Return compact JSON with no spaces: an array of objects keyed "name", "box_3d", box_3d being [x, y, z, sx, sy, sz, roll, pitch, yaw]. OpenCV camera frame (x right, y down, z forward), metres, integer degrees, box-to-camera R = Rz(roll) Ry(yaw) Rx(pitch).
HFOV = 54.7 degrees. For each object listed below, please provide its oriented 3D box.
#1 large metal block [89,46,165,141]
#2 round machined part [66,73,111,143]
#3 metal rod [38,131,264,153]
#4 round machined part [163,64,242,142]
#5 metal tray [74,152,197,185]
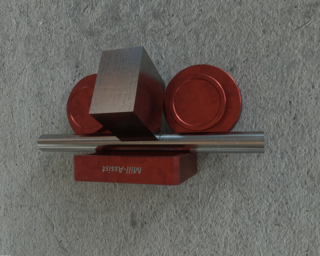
[{"name":"large metal block","box_3d":[-0.033,-0.036,0.363,0.050,0.080,0.080,-2,66,19]},{"name":"round machined part","box_3d":[-0.088,-0.027,0.429,0.098,0.042,0.097,0,90,19]},{"name":"metal rod","box_3d":[-0.025,0.019,0.396,0.301,0.025,0.025,-1,90,19]},{"name":"round machined part","box_3d":[0.050,-0.030,0.382,0.098,0.042,0.097,0,90,19]},{"name":"metal tray","box_3d":[-0.027,0.046,0.384,0.130,0.090,0.030,-1,90,19]}]
